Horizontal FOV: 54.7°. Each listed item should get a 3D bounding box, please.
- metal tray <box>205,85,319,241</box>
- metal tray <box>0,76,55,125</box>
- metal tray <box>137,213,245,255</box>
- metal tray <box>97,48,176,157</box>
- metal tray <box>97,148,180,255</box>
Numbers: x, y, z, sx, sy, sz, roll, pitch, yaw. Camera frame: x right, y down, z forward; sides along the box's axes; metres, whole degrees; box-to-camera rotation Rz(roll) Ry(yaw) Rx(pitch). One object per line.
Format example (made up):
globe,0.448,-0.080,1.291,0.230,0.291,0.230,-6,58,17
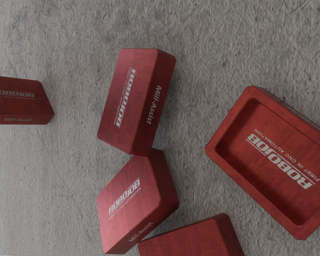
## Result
metal tray,0.117,0.029,0.304,0.130,0.030,0.089,45,117,30
metal tray,-0.269,-0.050,0.559,0.030,0.131,0.090,-45,63,31
metal tray,0.038,0.164,0.371,0.130,0.030,0.090,-32,70,35
metal tray,-0.034,-0.037,0.406,0.090,0.030,0.129,18,93,51
metal tray,-0.035,0.097,0.412,0.129,0.030,0.090,-48,41,29
